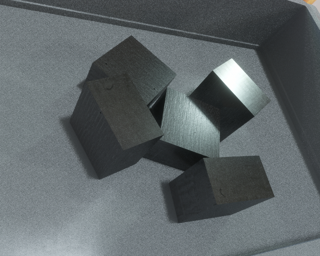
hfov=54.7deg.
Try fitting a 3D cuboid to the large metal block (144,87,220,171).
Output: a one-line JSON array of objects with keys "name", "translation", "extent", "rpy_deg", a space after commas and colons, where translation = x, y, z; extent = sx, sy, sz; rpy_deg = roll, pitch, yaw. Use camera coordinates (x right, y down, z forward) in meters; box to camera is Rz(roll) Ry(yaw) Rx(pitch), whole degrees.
[{"name": "large metal block", "translation": [0.030, 0.005, 0.402], "extent": [0.080, 0.050, 0.080], "rpy_deg": [21, 54, -17]}]

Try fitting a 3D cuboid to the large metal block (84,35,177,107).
[{"name": "large metal block", "translation": [-0.038, -0.062, 0.406], "extent": [0.080, 0.050, 0.080], "rpy_deg": [41, 51, -1]}]

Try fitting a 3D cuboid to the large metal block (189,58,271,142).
[{"name": "large metal block", "translation": [0.093, -0.037, 0.443], "extent": [0.080, 0.080, 0.050], "rpy_deg": [49, 51, 6]}]

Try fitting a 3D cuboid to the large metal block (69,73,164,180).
[{"name": "large metal block", "translation": [-0.052, -0.001, 0.342], "extent": [0.050, 0.080, 0.080], "rpy_deg": [-21, 73, -36]}]

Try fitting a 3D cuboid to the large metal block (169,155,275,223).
[{"name": "large metal block", "translation": [0.069, 0.072, 0.364], "extent": [0.081, 0.080, 0.050], "rpy_deg": [1, 62, -28]}]
